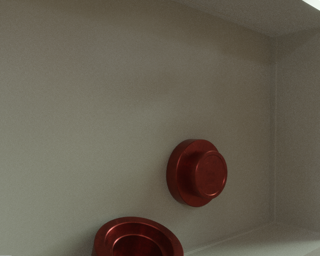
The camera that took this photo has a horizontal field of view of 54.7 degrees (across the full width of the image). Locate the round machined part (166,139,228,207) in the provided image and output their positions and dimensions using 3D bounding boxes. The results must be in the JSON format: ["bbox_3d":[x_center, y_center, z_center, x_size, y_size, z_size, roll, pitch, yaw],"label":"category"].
[{"bbox_3d":[0.060,0.065,0.445,0.099,0.042,0.097,0,90,-40],"label":"round machined part"}]

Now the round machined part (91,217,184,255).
[{"bbox_3d":[-0.026,0.146,0.343,0.099,0.098,0.042,-3,115,-40],"label":"round machined part"}]
